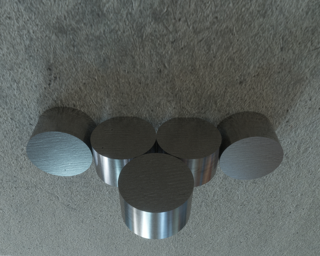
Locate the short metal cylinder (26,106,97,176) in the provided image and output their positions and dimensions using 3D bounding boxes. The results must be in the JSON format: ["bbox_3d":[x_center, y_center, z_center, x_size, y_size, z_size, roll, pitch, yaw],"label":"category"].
[{"bbox_3d":[-0.125,0.018,0.406,0.081,0.050,0.079,-1,130,0],"label":"short metal cylinder"}]

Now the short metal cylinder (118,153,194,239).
[{"bbox_3d":[-0.004,0.074,0.344,0.081,0.080,0.050,1,131,-1],"label":"short metal cylinder"}]

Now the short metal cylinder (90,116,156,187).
[{"bbox_3d":[-0.045,0.029,0.397,0.081,0.080,0.050,0,130,0],"label":"short metal cylinder"}]

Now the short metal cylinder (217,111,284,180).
[{"bbox_3d":[0.116,0.024,0.413,0.081,0.050,0.079,-1,131,0],"label":"short metal cylinder"}]

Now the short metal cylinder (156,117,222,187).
[{"bbox_3d":[0.036,0.029,0.398,0.081,0.080,0.050,0,129,0],"label":"short metal cylinder"}]
